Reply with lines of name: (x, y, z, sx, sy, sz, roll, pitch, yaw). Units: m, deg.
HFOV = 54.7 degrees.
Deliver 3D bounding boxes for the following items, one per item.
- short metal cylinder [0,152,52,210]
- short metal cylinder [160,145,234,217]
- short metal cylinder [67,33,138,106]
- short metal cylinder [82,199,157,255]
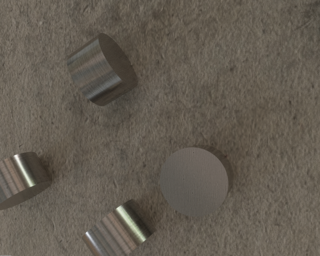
short metal cylinder: (-0.208, 0.077, 0.451, 0.080, 0.080, 0.050, -34, 79, 16)
short metal cylinder: (0.046, 0.062, 0.379, 0.080, 0.050, 0.079, 0, 90, 19)
short metal cylinder: (-0.073, -0.075, 0.405, 0.050, 0.080, 0.080, -29, 81, 17)
short metal cylinder: (-0.052, 0.136, 0.397, 0.080, 0.080, 0.050, -42, 77, 15)
